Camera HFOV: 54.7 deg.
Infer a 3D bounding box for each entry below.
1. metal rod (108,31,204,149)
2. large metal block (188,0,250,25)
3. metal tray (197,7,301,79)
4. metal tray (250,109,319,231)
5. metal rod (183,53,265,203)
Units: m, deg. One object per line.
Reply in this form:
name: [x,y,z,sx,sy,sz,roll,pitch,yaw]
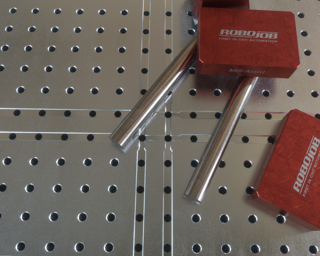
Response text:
metal rod: [0.032,-0.094,0.446,0.025,0.025,0.300,35,73,11]
large metal block: [0.082,-0.208,0.455,0.080,0.050,0.080,-11,55,13]
metal tray: [0.118,-0.118,0.426,0.131,0.030,0.090,3,70,0]
metal tray: [0.183,0.051,0.393,0.090,0.030,0.130,27,72,9]
metal rod: [0.108,-0.038,0.427,0.025,0.025,0.300,26,72,9]
